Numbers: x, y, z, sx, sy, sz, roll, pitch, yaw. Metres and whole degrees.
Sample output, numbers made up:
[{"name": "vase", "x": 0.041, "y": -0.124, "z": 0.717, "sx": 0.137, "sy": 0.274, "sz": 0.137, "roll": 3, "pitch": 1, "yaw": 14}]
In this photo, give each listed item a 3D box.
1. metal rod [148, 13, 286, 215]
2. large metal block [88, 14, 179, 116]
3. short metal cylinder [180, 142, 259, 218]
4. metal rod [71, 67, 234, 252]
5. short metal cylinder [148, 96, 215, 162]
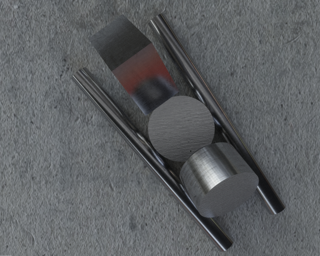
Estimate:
[{"name": "metal rod", "x": 0.076, "y": -0.018, "z": 0.411, "sx": 0.025, "sy": 0.025, "sz": 0.299, "roll": -33, "pitch": 90, "yaw": 0}, {"name": "large metal block", "x": -0.031, "y": -0.074, "z": 0.368, "sx": 0.050, "sy": 0.080, "sz": 0.080, "roll": -36, "pitch": 49, "yaw": 0}, {"name": "short metal cylinder", "x": 0.071, "y": 0.064, "z": 0.378, "sx": 0.080, "sy": 0.080, "sz": 0.050, "roll": -31, "pitch": 48, "yaw": 0}, {"name": "metal rod", "x": -0.009, "y": 0.041, "z": 0.410, "sx": 0.025, "sy": 0.025, "sz": 0.300, "roll": -41, "pitch": 90, "yaw": 0}, {"name": "short metal cylinder", "x": 0.026, "y": 0.001, "z": 0.399, "sx": 0.081, "sy": 0.050, "sz": 0.080, "roll": 0, "pitch": 90, "yaw": 0}]
